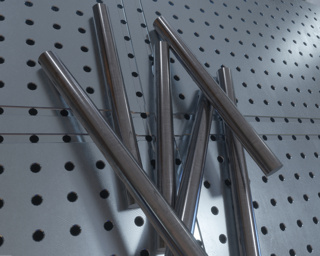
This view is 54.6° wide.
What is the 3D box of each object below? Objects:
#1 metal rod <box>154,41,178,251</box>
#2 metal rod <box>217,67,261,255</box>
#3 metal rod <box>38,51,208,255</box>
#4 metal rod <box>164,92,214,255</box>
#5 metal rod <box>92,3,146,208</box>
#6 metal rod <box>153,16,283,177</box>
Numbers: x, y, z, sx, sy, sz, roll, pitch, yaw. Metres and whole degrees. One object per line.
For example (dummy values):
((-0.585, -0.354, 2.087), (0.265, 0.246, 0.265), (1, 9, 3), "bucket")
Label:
((0.006, 0.002, 0.409), (0.025, 0.025, 0.299), (12, 57, -22), "metal rod")
((0.108, 0.034, 0.444), (0.025, 0.025, 0.300), (13, 56, -21), "metal rod")
((-0.051, 0.020, 0.330), (0.025, 0.025, 0.300), (-23, 62, -36), "metal rod")
((0.045, 0.039, 0.387), (0.025, 0.025, 0.300), (28, 46, -11), "metal rod")
((-0.057, -0.047, 0.405), (0.025, 0.025, 0.299), (0, 62, -28), "metal rod")
((0.070, -0.061, 0.447), (0.025, 0.025, 0.299), (-12, 57, -33), "metal rod")
